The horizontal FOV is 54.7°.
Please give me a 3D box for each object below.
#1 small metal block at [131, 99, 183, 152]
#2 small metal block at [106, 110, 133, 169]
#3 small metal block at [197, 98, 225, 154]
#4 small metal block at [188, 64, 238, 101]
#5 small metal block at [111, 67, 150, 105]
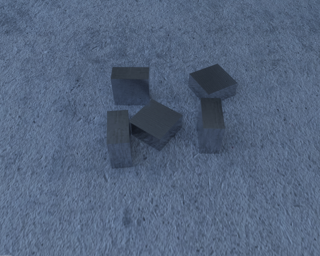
[{"bbox_3d":[-0.005,-0.005,0.407,0.050,0.025,0.050,29,56,22],"label":"small metal block"},{"bbox_3d":[-0.048,0.014,0.375,0.025,0.050,0.050,-4,50,-3],"label":"small metal block"},{"bbox_3d":[0.063,-0.002,0.389,0.025,0.050,0.050,1,50,1],"label":"small metal block"},{"bbox_3d":[0.077,-0.064,0.457,0.050,0.025,0.050,-22,54,-18],"label":"small metal block"},{"bbox_3d":[-0.040,-0.058,0.435,0.050,0.050,0.025,0,50,0],"label":"small metal block"}]
